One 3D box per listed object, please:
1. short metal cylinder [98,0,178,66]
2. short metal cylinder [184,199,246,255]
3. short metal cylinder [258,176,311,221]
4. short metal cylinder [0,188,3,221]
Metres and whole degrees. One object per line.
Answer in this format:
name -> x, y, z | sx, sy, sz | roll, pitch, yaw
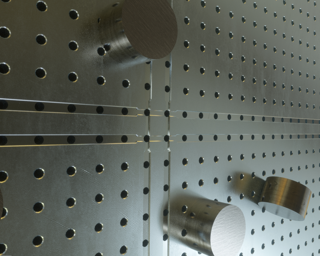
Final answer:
short metal cylinder -> -0.025, -0.118, 0.371 | 0.081, 0.050, 0.079 | 0, 90, -40
short metal cylinder -> 0.083, 0.150, 0.462 | 0.081, 0.050, 0.079 | 0, 90, -40
short metal cylinder -> 0.226, 0.129, 0.563 | 0.080, 0.080, 0.050 | 39, 66, -33
short metal cylinder -> -0.175, 0.062, 0.246 | 0.081, 0.050, 0.079 | 0, 90, -40
